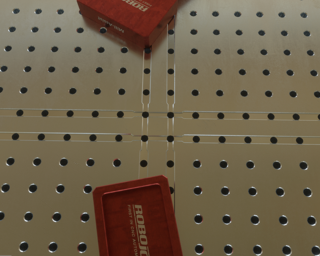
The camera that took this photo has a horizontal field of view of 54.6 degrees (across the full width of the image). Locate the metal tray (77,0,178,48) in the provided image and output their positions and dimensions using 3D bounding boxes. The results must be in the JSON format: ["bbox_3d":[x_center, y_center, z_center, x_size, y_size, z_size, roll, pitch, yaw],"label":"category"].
[{"bbox_3d":[-0.049,-0.191,0.479,0.130,0.030,0.090,31,73,10],"label":"metal tray"}]

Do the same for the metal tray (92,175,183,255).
[{"bbox_3d":[-0.024,0.128,0.362,0.091,0.030,0.130,-10,70,-4],"label":"metal tray"}]
